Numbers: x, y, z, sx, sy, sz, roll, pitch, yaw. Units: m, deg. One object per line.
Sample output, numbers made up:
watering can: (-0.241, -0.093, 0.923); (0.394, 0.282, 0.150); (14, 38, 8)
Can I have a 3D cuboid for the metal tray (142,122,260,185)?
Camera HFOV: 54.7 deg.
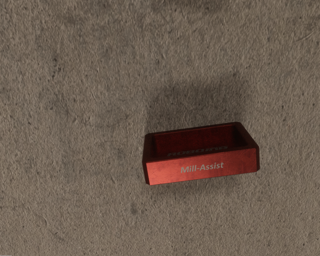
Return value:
metal tray: (0.046, 0.028, 0.386); (0.131, 0.090, 0.030); (-8, 110, 2)
